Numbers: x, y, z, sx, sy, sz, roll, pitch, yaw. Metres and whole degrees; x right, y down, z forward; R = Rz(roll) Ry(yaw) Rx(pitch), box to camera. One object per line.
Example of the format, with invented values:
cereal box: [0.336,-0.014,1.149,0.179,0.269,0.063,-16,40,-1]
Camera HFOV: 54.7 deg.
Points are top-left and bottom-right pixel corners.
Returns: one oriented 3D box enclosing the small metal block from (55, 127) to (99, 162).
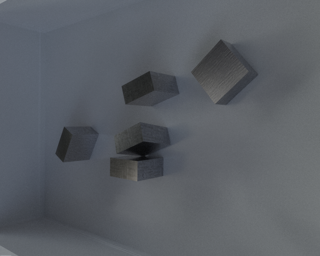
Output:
small metal block: [-0.133,0.025,0.497,0.025,0.050,0.050,36,112,34]

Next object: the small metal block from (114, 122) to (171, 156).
small metal block: [-0.023,0.016,0.406,0.050,0.050,0.025,-26,66,36]

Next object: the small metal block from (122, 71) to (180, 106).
small metal block: [-0.012,-0.049,0.398,0.050,0.050,0.025,-21,77,38]

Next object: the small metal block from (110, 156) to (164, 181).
small metal block: [-0.031,0.052,0.414,0.050,0.050,0.025,2,92,39]

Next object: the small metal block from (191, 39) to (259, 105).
small metal block: [0.071,-0.061,0.347,0.050,0.025,0.050,-46,63,30]
